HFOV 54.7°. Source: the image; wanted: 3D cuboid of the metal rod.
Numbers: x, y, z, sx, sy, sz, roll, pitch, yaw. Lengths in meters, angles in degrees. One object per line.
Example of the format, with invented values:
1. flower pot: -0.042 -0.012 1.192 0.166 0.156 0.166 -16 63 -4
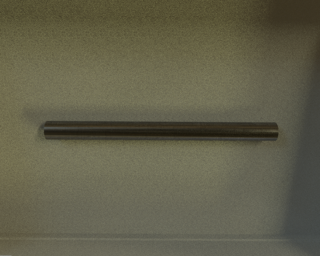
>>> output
1. metal rod: 0.002 0.004 0.411 0.302 0.025 0.025 0 110 -1
